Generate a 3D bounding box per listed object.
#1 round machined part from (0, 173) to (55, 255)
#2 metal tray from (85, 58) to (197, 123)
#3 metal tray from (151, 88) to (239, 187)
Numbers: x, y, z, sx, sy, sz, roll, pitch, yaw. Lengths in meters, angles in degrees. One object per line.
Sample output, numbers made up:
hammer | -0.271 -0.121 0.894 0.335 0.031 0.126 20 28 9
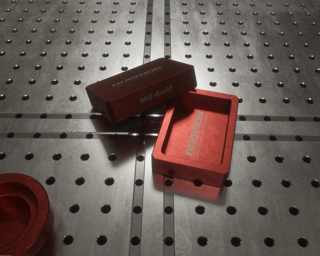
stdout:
round machined part | -0.157 0.098 0.312 0.099 0.042 0.098 0 50 0
metal tray | -0.026 -0.057 0.429 0.131 0.030 0.090 -26 30 -21
metal tray | 0.049 0.005 0.400 0.090 0.030 0.130 11 51 9
